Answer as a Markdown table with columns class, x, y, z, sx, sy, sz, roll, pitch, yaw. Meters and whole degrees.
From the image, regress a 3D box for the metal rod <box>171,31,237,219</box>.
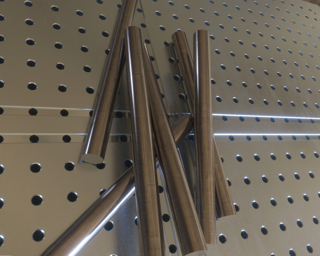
| class | x | y | z | sx | sy | sz | roll | pitch | yaw |
| --- | --- | --- | --- | --- | --- | --- | --- | --- | --- |
| metal rod | 0.057 | -0.021 | 0.450 | 0.025 | 0.025 | 0.299 | 3 | 60 | -27 |

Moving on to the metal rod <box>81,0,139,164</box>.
| class | x | y | z | sx | sy | sz | roll | pitch | yaw |
| --- | --- | --- | --- | --- | --- | --- | --- | --- | --- |
| metal rod | -0.061 | -0.089 | 0.429 | 0.025 | 0.025 | 0.300 | 19 | 54 | -18 |

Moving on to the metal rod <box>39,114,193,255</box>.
| class | x | y | z | sx | sy | sz | roll | pitch | yaw |
| --- | --- | --- | --- | --- | --- | --- | --- | --- | --- |
| metal rod | -0.045 | 0.072 | 0.339 | 0.025 | 0.025 | 0.302 | 45 | 51 | 3 |

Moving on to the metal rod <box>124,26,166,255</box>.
| class | x | y | z | sx | sy | sz | roll | pitch | yaw |
| --- | --- | --- | --- | --- | --- | --- | --- | --- | --- |
| metal rod | -0.022 | -0.005 | 0.366 | 0.025 | 0.025 | 0.299 | 8 | 58 | -24 |

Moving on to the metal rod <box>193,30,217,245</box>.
| class | x | y | z | sx | sy | sz | roll | pitch | yaw |
| --- | --- | --- | --- | --- | --- | --- | --- | --- | --- |
| metal rod | 0.058 | -0.004 | 0.413 | 0.025 | 0.025 | 0.299 | 12 | 65 | -22 |

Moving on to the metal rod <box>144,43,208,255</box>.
| class | x | y | z | sx | sy | sz | roll | pitch | yaw |
| --- | --- | --- | --- | --- | --- | --- | --- | --- | --- |
| metal rod | 0.001 | 0.001 | 0.378 | 0.025 | 0.025 | 0.299 | 4 | 51 | -26 |
